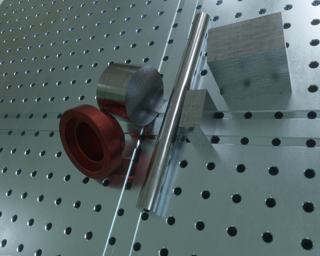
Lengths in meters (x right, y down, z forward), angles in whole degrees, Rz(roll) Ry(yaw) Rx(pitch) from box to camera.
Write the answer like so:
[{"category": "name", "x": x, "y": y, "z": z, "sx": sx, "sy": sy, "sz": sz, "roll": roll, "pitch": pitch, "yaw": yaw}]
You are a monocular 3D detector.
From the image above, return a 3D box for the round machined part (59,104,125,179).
[{"category": "round machined part", "x": -0.085, "y": 0.015, "z": 0.408, "sx": 0.098, "sy": 0.097, "sz": 0.042, "roll": 17, "pitch": 31, "yaw": 34}]

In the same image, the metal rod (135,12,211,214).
[{"category": "metal rod", "x": 0.025, "y": -0.036, "z": 0.416, "sx": 0.025, "sy": 0.025, "sz": 0.300, "roll": 3, "pitch": 63, "yaw": 29}]

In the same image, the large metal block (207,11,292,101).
[{"category": "large metal block", "x": 0.107, "y": -0.079, "z": 0.365, "sx": 0.080, "sy": 0.080, "sz": 0.050, "roll": -7, "pitch": 59, "yaw": 24}]

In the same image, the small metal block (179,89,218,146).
[{"category": "small metal block", "x": 0.048, "y": -0.012, "z": 0.373, "sx": 0.025, "sy": 0.050, "sz": 0.050, "roll": 0, "pitch": 62, "yaw": 28}]

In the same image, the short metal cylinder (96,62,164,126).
[{"category": "short metal cylinder", "x": -0.039, "y": -0.047, "z": 0.420, "sx": 0.050, "sy": 0.080, "sz": 0.080, "roll": 14, "pitch": 69, "yaw": 33}]
